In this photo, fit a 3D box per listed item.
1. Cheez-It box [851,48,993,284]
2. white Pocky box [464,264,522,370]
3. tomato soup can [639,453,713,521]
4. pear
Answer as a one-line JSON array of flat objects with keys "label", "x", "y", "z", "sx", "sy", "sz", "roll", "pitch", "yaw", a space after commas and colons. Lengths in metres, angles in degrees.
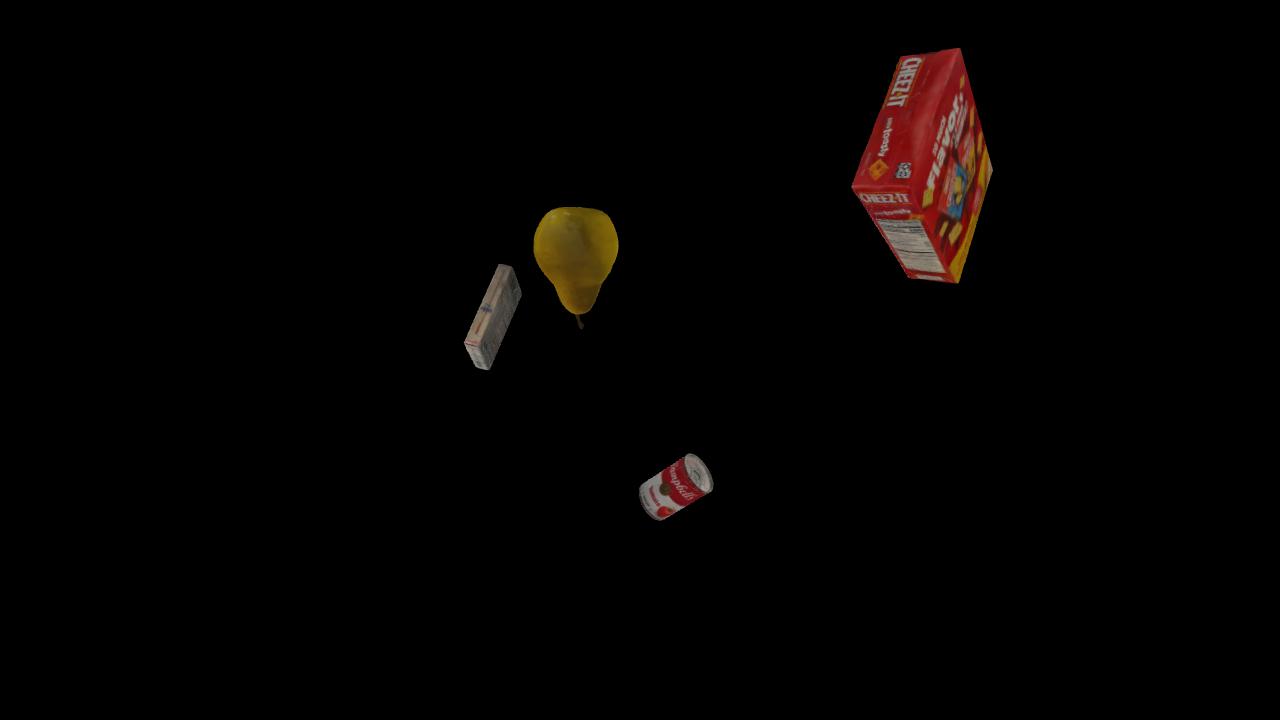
[{"label": "Cheez-It box", "x": 0.335, "y": -0.211, "z": 0.711, "sx": 0.071, "sy": 0.166, "sz": 0.223, "roll": 14, "pitch": -11, "yaw": 41}, {"label": "white Pocky box", "x": -0.233, "y": -0.069, "z": 0.988, "sx": 0.028, "sy": 0.154, "sz": 0.084, "roll": 14, "pitch": -26, "yaw": 6}, {"label": "tomato soup can", "x": 0.055, "y": 0.200, "z": 0.963, "sx": 0.101, "sy": 0.068, "sz": 0.068, "roll": -37, "pitch": -18, "yaw": 26}, {"label": "pear", "x": -0.057, "y": -0.077, "z": 0.542, "sx": 0.080, "sy": 0.111, "sz": 0.080, "roll": 3, "pitch": 16, "yaw": -1}]
